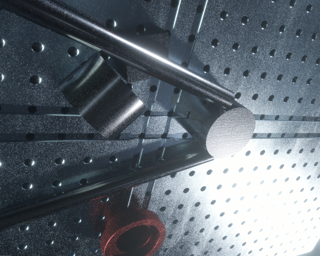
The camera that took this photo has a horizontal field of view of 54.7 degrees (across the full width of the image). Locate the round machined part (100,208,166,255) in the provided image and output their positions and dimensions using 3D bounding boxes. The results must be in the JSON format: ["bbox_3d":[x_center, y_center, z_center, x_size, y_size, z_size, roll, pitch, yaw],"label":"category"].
[{"bbox_3d":[-0.044,0.163,0.477,0.099,0.042,0.097,-14,124,-21],"label":"round machined part"}]

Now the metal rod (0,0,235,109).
[{"bbox_3d":[-0.031,-0.076,0.314,0.302,0.025,0.025,19,109,-35],"label":"metal rod"}]

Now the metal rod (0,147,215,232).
[{"bbox_3d":[-0.060,0.076,0.425,0.302,0.025,0.025,-15,125,-20],"label":"metal rod"}]

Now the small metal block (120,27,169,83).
[{"bbox_3d":[-0.018,-0.083,0.350,0.050,0.025,0.050,-14,124,-21],"label":"small metal block"}]

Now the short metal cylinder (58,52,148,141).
[{"bbox_3d":[-0.058,-0.033,0.323,0.050,0.080,0.080,-42,129,0],"label":"short metal cylinder"}]

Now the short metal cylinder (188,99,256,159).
[{"bbox_3d":[0.087,-0.004,0.440,0.081,0.050,0.079,-14,124,-21],"label":"short metal cylinder"}]
